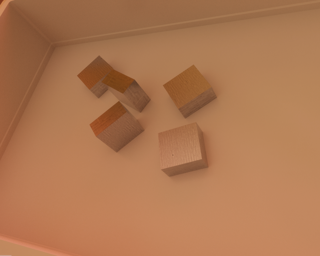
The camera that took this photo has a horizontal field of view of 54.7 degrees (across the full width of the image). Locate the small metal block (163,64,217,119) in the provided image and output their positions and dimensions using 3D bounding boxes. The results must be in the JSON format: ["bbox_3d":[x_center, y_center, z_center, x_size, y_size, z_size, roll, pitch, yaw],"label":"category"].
[{"bbox_3d":[0.039,-0.049,0.414,0.050,0.025,0.050,-34,52,6],"label":"small metal block"}]

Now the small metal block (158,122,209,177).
[{"bbox_3d":[0.027,0.026,0.374,0.050,0.025,0.050,-17,55,18],"label":"small metal block"}]

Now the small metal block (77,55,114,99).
[{"bbox_3d":[-0.100,-0.084,0.508,0.050,0.025,0.050,-43,51,-2],"label":"small metal block"}]

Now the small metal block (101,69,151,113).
[{"bbox_3d":[-0.048,-0.053,0.446,0.050,0.050,0.025,30,79,37],"label":"small metal block"}]

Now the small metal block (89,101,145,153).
[{"bbox_3d":[-0.057,-0.001,0.418,0.050,0.050,0.025,-39,51,2],"label":"small metal block"}]
